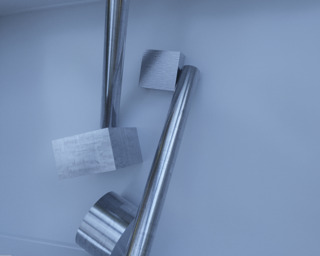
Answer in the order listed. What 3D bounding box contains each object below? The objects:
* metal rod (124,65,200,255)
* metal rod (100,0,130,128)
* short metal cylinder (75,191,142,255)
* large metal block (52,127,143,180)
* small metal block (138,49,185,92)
[{"bbox_3d":[-0.002,0.060,0.344,0.025,0.025,0.299,9,68,19],"label":"metal rod"},{"bbox_3d":[-0.049,-0.117,0.345,0.025,0.025,0.298,26,130,18],"label":"metal rod"},{"bbox_3d":[-0.062,0.130,0.402,0.050,0.080,0.080,29,99,17],"label":"short metal cylinder"},{"bbox_3d":[-0.079,0.032,0.408,0.080,0.080,0.050,-12,86,19],"label":"large metal block"},{"bbox_3d":[0.003,-0.075,0.409,0.050,0.025,0.050,9,93,19],"label":"small metal block"}]
